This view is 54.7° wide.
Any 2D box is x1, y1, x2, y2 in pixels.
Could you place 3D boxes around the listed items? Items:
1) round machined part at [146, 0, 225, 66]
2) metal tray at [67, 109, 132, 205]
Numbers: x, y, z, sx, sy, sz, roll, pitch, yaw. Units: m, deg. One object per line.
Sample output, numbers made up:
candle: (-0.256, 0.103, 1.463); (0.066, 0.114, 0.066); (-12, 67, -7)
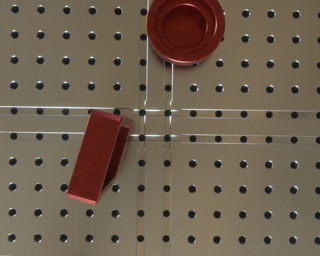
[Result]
round machined part: (0.032, -0.130, 0.405); (0.099, 0.042, 0.097); (0, 90, -1)
metal tray: (-0.064, 0.028, 0.360); (0.030, 0.130, 0.090); (17, 90, 0)
